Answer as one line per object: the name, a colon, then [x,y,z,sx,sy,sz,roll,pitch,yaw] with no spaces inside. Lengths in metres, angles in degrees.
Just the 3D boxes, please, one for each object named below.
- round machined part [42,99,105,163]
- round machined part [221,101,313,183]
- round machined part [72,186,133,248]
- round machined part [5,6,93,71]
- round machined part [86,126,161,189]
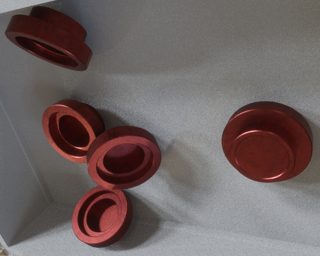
round machined part: [-0.122,0.001,0.463,0.098,0.042,0.097,13,124,21]
round machined part: [0.118,0.022,0.350,0.098,0.042,0.097,13,124,21]
round machined part: [-0.089,0.146,0.506,0.098,0.098,0.042,4,147,26]
round machined part: [-0.128,-0.110,0.375,0.098,0.098,0.042,17,82,19]
round machined part: [-0.051,0.036,0.426,0.099,0.042,0.097,-10,129,-12]
